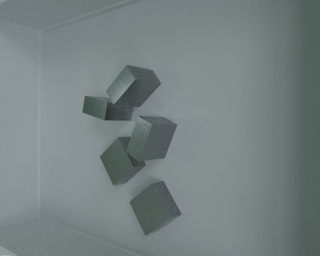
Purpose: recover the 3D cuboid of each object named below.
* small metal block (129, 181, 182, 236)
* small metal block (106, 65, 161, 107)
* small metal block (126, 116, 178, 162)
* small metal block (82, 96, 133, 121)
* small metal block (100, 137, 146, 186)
[{"bbox_3d":[-0.007,0.106,0.411,0.050,0.025,0.050,-44,64,31],"label":"small metal block"},{"bbox_3d":[-0.035,-0.055,0.418,0.050,0.050,0.025,-44,64,31],"label":"small metal block"},{"bbox_3d":[-0.010,0.013,0.397,0.025,0.050,0.050,31,109,35],"label":"small metal block"},{"bbox_3d":[-0.075,-0.029,0.450,0.050,0.050,0.025,18,101,38],"label":"small metal block"},{"bbox_3d":[-0.055,0.048,0.450,0.050,0.025,0.050,-44,64,30],"label":"small metal block"}]
